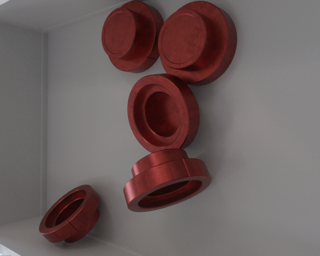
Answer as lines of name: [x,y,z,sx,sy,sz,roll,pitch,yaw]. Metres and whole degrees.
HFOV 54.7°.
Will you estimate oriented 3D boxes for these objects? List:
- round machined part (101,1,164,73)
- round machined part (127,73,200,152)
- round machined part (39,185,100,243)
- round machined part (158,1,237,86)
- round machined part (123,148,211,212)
round machined part: [-0.044,-0.128,0.432,0.098,0.042,0.097,0,90,40]
round machined part: [0.009,-0.018,0.381,0.098,0.042,0.097,13,110,39]
round machined part: [-0.134,0.138,0.483,0.098,0.098,0.042,-17,117,38]
round machined part: [0.036,-0.101,0.366,0.098,0.042,0.097,0,90,40]
round machined part: [0.006,0.058,0.356,0.098,0.099,0.042,-40,57,33]
